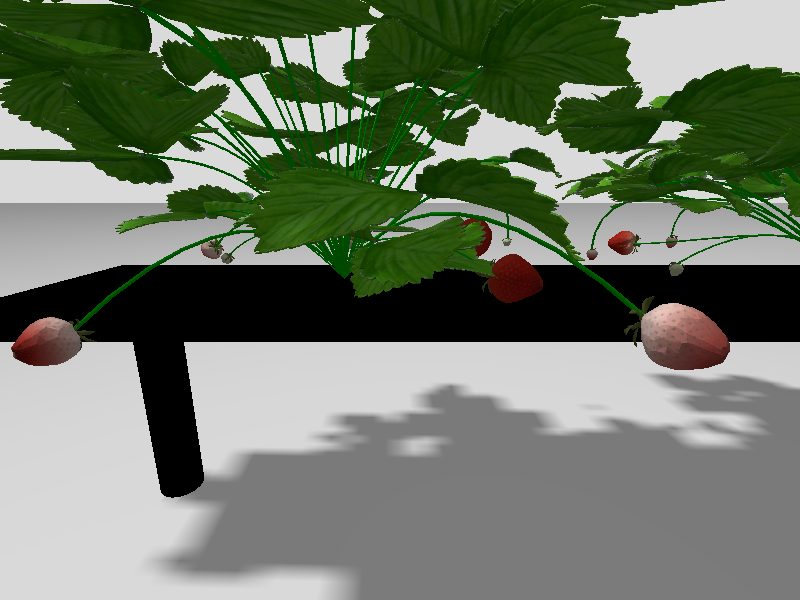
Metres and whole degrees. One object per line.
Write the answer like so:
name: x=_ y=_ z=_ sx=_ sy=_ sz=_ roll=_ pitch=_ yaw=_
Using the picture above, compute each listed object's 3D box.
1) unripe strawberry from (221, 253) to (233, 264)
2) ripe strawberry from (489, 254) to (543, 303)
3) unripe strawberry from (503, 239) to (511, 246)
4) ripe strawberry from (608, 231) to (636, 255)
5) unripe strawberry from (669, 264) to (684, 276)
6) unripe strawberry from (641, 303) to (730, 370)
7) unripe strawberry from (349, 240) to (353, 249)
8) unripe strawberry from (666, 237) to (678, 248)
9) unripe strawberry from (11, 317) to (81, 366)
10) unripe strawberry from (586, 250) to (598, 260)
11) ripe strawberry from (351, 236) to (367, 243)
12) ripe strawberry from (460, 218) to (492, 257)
unripe strawberry: x=-0.184 y=-0.043 z=0.425 sx=0.012 sy=0.012 sz=0.011 roll=-31 pitch=-2 yaw=31
ripe strawberry: x=0.081 y=-0.014 z=0.277 sx=0.035 sy=0.034 sz=0.032 roll=12 pitch=19 yaw=29
unripe strawberry: x=0.141 y=-0.076 z=0.529 sx=0.010 sy=0.010 sz=0.011 roll=-14 pitch=21 yaw=-42
ripe strawberry: x=0.267 y=-0.069 z=0.482 sx=0.029 sy=0.029 sz=0.032 roll=14 pitch=21 yaw=43
unripe strawberry: x=0.252 y=-0.027 z=0.366 sx=0.010 sy=0.012 sz=0.012 roll=13 pitch=16 yaw=1
unripe strawberry: x=0.120 y=0.016 z=0.170 sx=0.032 sy=0.027 sz=0.032 roll=-13 pitch=33 yaw=-40
unripe strawberry: x=-0.061 y=-0.068 z=0.491 sx=0.010 sy=0.011 sz=0.011 roll=-1 pitch=15 yaw=-4
unripe strawberry: x=0.356 y=-0.076 z=0.525 sx=0.013 sy=0.014 sz=0.015 roll=-4 pitch=16 yaw=-14
unripe strawberry: x=-0.156 y=0.020 z=0.176 sx=0.021 sy=0.022 sz=0.022 roll=9 pitch=25 yaw=29
unripe strawberry: x=0.209 y=-0.049 z=0.435 sx=0.011 sy=0.011 sz=0.011 roll=6 pitch=17 yaw=23
ripe strawberry: x=-0.059 y=-0.096 z=0.582 sx=0.032 sy=0.028 sz=0.033 roll=-1 pitch=15 yaw=-2
ripe strawberry: x=0.086 y=-0.070 z=0.452 sx=0.044 sy=0.046 sz=0.040 roll=-11 pitch=19 yaw=-36
